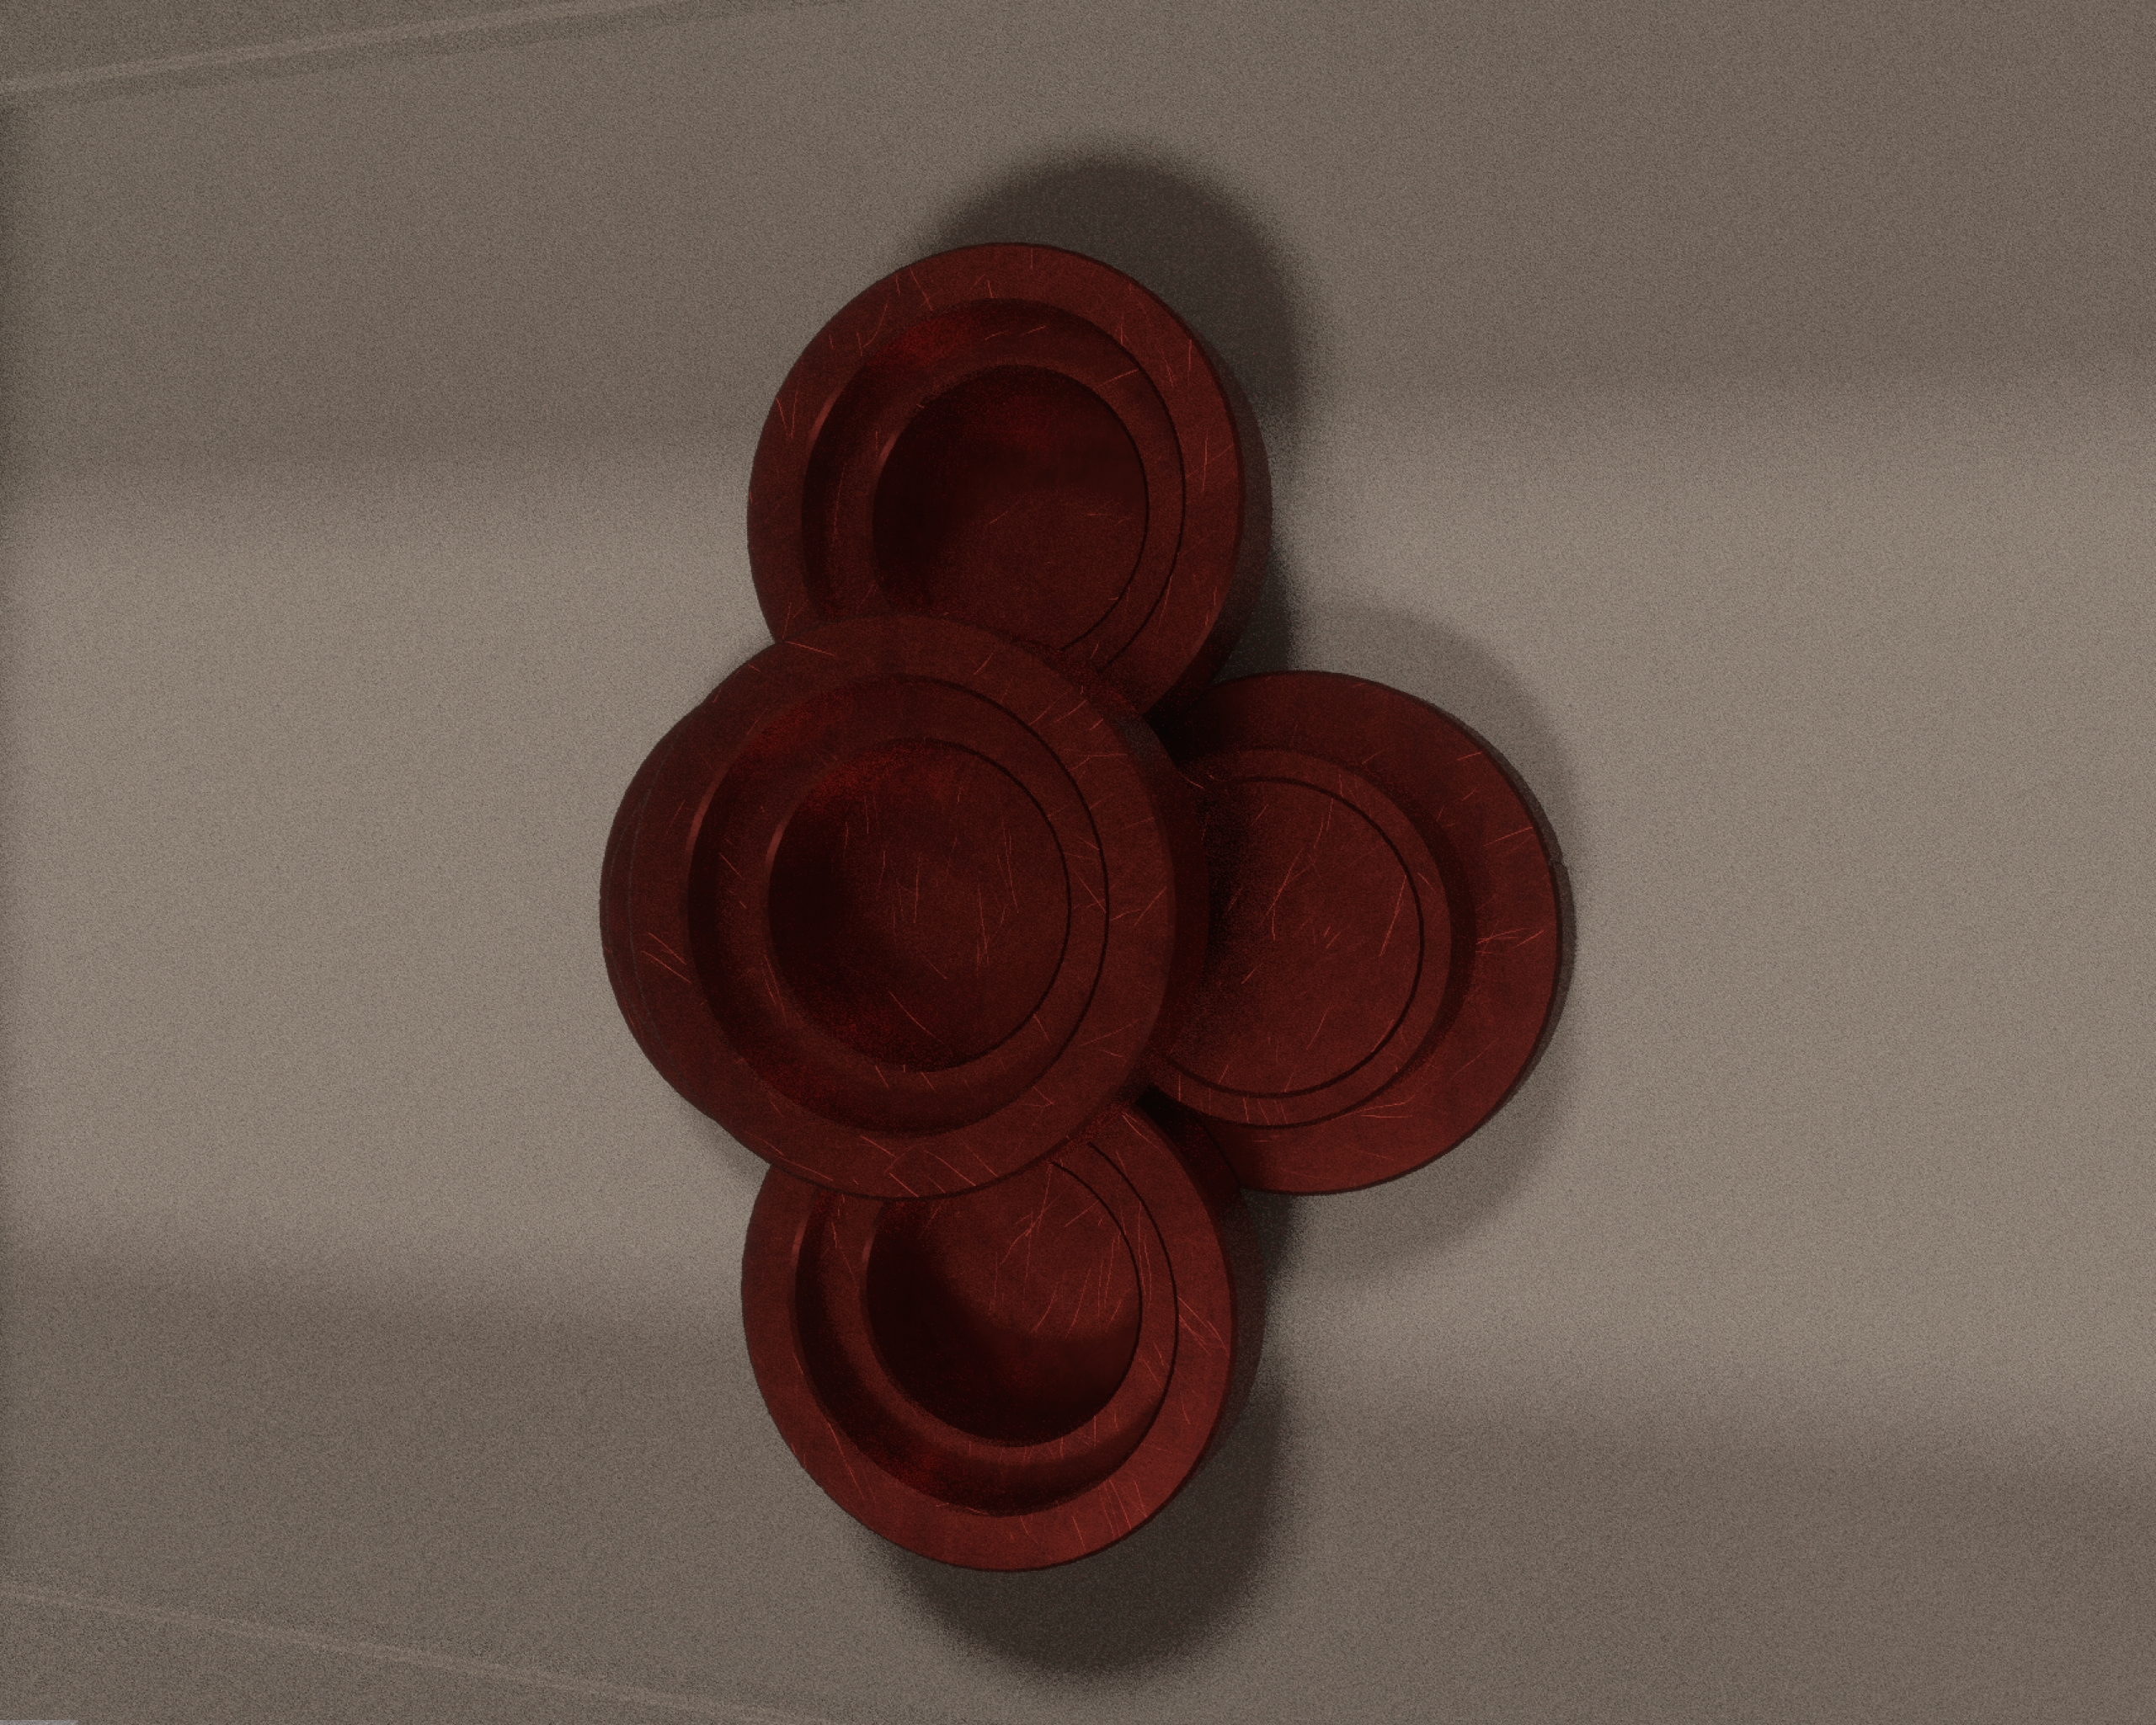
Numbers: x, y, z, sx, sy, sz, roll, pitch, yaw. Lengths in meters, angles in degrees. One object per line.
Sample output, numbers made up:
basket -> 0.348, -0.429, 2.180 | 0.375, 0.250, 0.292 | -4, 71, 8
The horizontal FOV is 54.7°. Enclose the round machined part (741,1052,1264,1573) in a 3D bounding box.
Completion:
round machined part -> -0.011, 0.082, 0.402 | 0.098, 0.042, 0.097 | 0, 90, 19

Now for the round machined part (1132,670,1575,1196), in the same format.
round machined part -> 0.039, 0.013, 0.384 | 0.098, 0.042, 0.097 | 0, 90, 19

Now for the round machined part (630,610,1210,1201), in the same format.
round machined part -> -0.024, 0.007, 0.362 | 0.098, 0.042, 0.097 | 0, 90, 19

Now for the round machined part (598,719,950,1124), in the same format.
round machined part -> -0.054, 0.009, 0.418 | 0.098, 0.042, 0.097 | 0, 90, 19

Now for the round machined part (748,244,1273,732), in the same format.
round machined part -> -0.010, -0.065, 0.402 | 0.098, 0.042, 0.097 | 0, 90, 19
